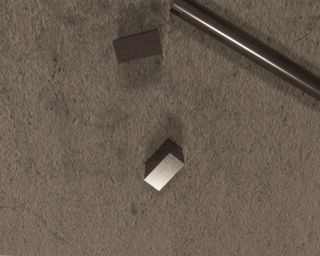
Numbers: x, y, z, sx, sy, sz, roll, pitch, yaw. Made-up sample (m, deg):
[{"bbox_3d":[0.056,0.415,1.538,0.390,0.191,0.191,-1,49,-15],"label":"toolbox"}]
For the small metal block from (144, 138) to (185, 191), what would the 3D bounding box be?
[{"bbox_3d":[0.005,0.047,0.414,0.025,0.050,0.050,39,105,-13],"label":"small metal block"}]

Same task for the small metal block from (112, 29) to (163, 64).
[{"bbox_3d":[-0.024,-0.096,0.361,0.050,0.050,0.025,-13,110,4],"label":"small metal block"}]

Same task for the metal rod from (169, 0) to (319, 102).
[{"bbox_3d":[0.149,-0.077,0.383,0.301,0.025,0.025,27,108,-10],"label":"metal rod"}]
